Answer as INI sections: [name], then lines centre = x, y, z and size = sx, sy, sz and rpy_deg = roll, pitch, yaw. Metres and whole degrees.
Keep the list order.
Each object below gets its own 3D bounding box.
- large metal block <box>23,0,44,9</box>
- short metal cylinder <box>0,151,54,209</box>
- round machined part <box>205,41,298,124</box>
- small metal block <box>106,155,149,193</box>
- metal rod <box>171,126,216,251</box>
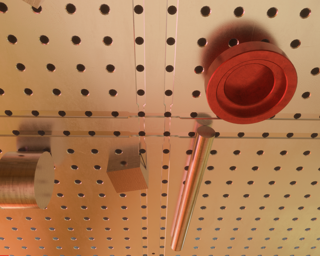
[large metal block]
centre = -0.119, -0.163, 0.255
size = 0.080, 0.050, 0.080
rpy_deg = 27, 125, -21
[short metal cylinder]
centre = -0.186, 0.073, 0.435
size = 0.050, 0.080, 0.079
rpy_deg = 0, 130, -1
[round machined part]
centre = 0.100, -0.054, 0.356
size = 0.099, 0.042, 0.097
rpy_deg = -1, 130, 0
[small metal block]
centre = -0.048, 0.071, 0.471
size = 0.050, 0.025, 0.050
rpy_deg = -10, 130, 7
[metal rod]
centre = 0.048, 0.118, 0.512
size = 0.025, 0.025, 0.298
rpy_deg = 4, 130, -4
